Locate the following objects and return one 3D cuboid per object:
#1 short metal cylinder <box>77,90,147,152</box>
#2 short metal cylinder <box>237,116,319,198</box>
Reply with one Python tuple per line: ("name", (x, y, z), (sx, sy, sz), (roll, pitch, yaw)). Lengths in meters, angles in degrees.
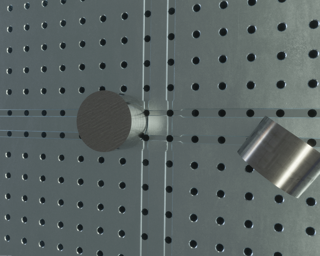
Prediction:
("short metal cylinder", (-0.065, -0.009, 0.422), (0.080, 0.050, 0.079), (0, 90, 20))
("short metal cylinder", (0.133, 0.030, 0.336), (0.080, 0.080, 0.050), (38, 102, 16))
